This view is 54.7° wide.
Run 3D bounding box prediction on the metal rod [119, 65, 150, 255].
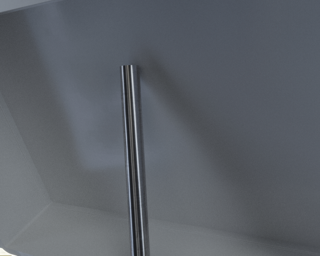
[{"bbox_3d":[-0.030,0.073,0.391,0.025,0.025,0.298,-1,94,28],"label":"metal rod"}]
